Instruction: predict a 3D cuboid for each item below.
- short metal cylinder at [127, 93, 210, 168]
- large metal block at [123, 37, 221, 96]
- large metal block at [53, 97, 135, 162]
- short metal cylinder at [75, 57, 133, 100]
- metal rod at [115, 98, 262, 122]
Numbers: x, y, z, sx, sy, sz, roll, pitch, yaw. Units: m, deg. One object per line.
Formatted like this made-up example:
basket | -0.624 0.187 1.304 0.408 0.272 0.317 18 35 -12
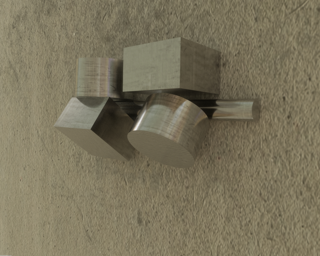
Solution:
short metal cylinder | 0.010 0.004 0.354 0.080 0.080 0.050 2 57 40
large metal block | 0.015 -0.065 0.358 0.080 0.081 0.050 2 92 40
large metal block | -0.084 0.001 0.432 0.080 0.080 0.050 4 58 39
short metal cylinder | -0.077 -0.067 0.434 0.080 0.081 0.050 5 93 40
metal rod | -0.014 -0.025 0.420 0.300 0.025 0.025 3 92 39
